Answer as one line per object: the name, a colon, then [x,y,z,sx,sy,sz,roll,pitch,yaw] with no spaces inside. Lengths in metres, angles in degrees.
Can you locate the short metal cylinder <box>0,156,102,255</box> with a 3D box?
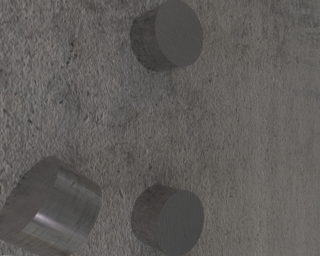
short metal cylinder: [-0.100,0.073,0.285,0.050,0.080,0.080,42,64,-32]

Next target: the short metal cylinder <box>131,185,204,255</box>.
short metal cylinder: [0.011,0.116,0.398,0.081,0.050,0.080,0,90,-40]

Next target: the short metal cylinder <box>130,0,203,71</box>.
short metal cylinder: [0.009,-0.115,0.396,0.081,0.050,0.080,0,90,-40]
